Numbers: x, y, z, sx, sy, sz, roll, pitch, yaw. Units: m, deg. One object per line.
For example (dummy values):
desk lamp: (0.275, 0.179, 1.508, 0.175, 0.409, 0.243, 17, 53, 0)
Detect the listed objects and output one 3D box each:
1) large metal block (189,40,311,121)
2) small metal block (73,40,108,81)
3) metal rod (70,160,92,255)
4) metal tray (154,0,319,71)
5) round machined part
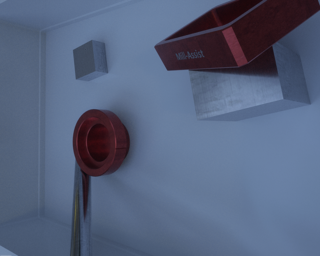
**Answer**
large metal block: (0.087, -0.039, 0.298, 0.080, 0.081, 0.050, -14, 81, 39)
small metal block: (-0.112, -0.107, 0.496, 0.050, 0.025, 0.050, -12, 83, 39)
metal rod: (-0.098, 0.128, 0.388, 0.025, 0.025, 0.300, -59, 26, 23)
metal tray: (0.060, -0.090, 0.283, 0.030, 0.090, 0.130, 59, 164, -20)
round machined part: (-0.083, 0.021, 0.462, 0.098, 0.042, 0.097, 0, 90, 39)
